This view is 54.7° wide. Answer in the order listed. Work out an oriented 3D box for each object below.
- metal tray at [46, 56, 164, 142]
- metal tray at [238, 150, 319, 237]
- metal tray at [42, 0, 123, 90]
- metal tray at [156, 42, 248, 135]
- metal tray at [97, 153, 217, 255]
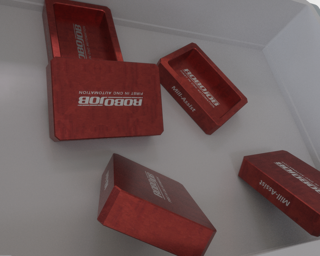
[{"bbox_3d":[-0.062,-0.032,0.367,0.131,0.030,0.089,-2,86,-29],"label":"metal tray"},{"bbox_3d":[0.180,0.077,0.407,0.091,0.030,0.130,-5,28,-30],"label":"metal tray"},{"bbox_3d":[-0.102,-0.111,0.414,0.091,0.030,0.130,-2,63,-29],"label":"metal tray"},{"bbox_3d":[0.063,-0.063,0.474,0.130,0.030,0.091,49,51,6],"label":"metal tray"},{"bbox_3d":[-0.010,0.068,0.298,0.090,0.130,0.030,26,92,-11],"label":"metal tray"}]
